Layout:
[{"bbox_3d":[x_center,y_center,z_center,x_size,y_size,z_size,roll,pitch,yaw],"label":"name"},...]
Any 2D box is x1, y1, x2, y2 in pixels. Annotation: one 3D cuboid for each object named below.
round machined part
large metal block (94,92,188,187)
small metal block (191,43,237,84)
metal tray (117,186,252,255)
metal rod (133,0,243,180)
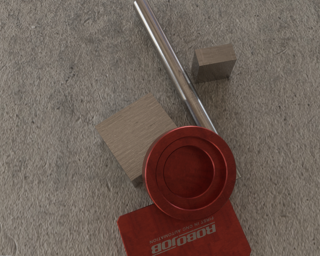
[{"bbox_3d":[0.029,0.047,0.339,0.099,0.042,0.097,0,88,-12],"label":"round machined part"},{"bbox_3d":[-0.022,0.016,0.389,0.080,0.050,0.080,-33,74,-12],"label":"large metal block"},{"bbox_3d":[0.073,-0.088,0.428,0.050,0.050,0.025,-11,71,-4],"label":"small metal block"},{"bbox_3d":[0.026,0.126,0.360,0.131,0.030,0.090,-19,71,-7],"label":"metal tray"},{"bbox_3d":[0.030,-0.063,0.431,0.025,0.025,0.299,-23,72,-8],"label":"metal rod"}]
